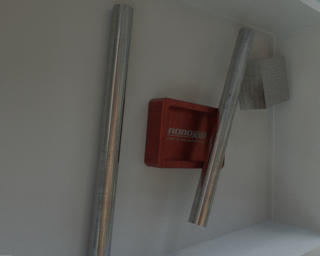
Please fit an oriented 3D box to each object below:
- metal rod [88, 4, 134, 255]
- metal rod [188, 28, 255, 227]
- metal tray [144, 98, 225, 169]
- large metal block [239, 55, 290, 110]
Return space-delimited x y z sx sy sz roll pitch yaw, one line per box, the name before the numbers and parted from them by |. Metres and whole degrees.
metal rod | -0.057 0.005 0.360 0.025 0.025 0.298 8 85 -40
metal rod | 0.092 -0.011 0.446 0.025 0.025 0.299 28 72 -37
metal tray | 0.041 0.011 0.440 0.131 0.030 0.089 7 86 -40
large metal block | 0.180 -0.080 0.545 0.081 0.050 0.079 -18 102 -39
